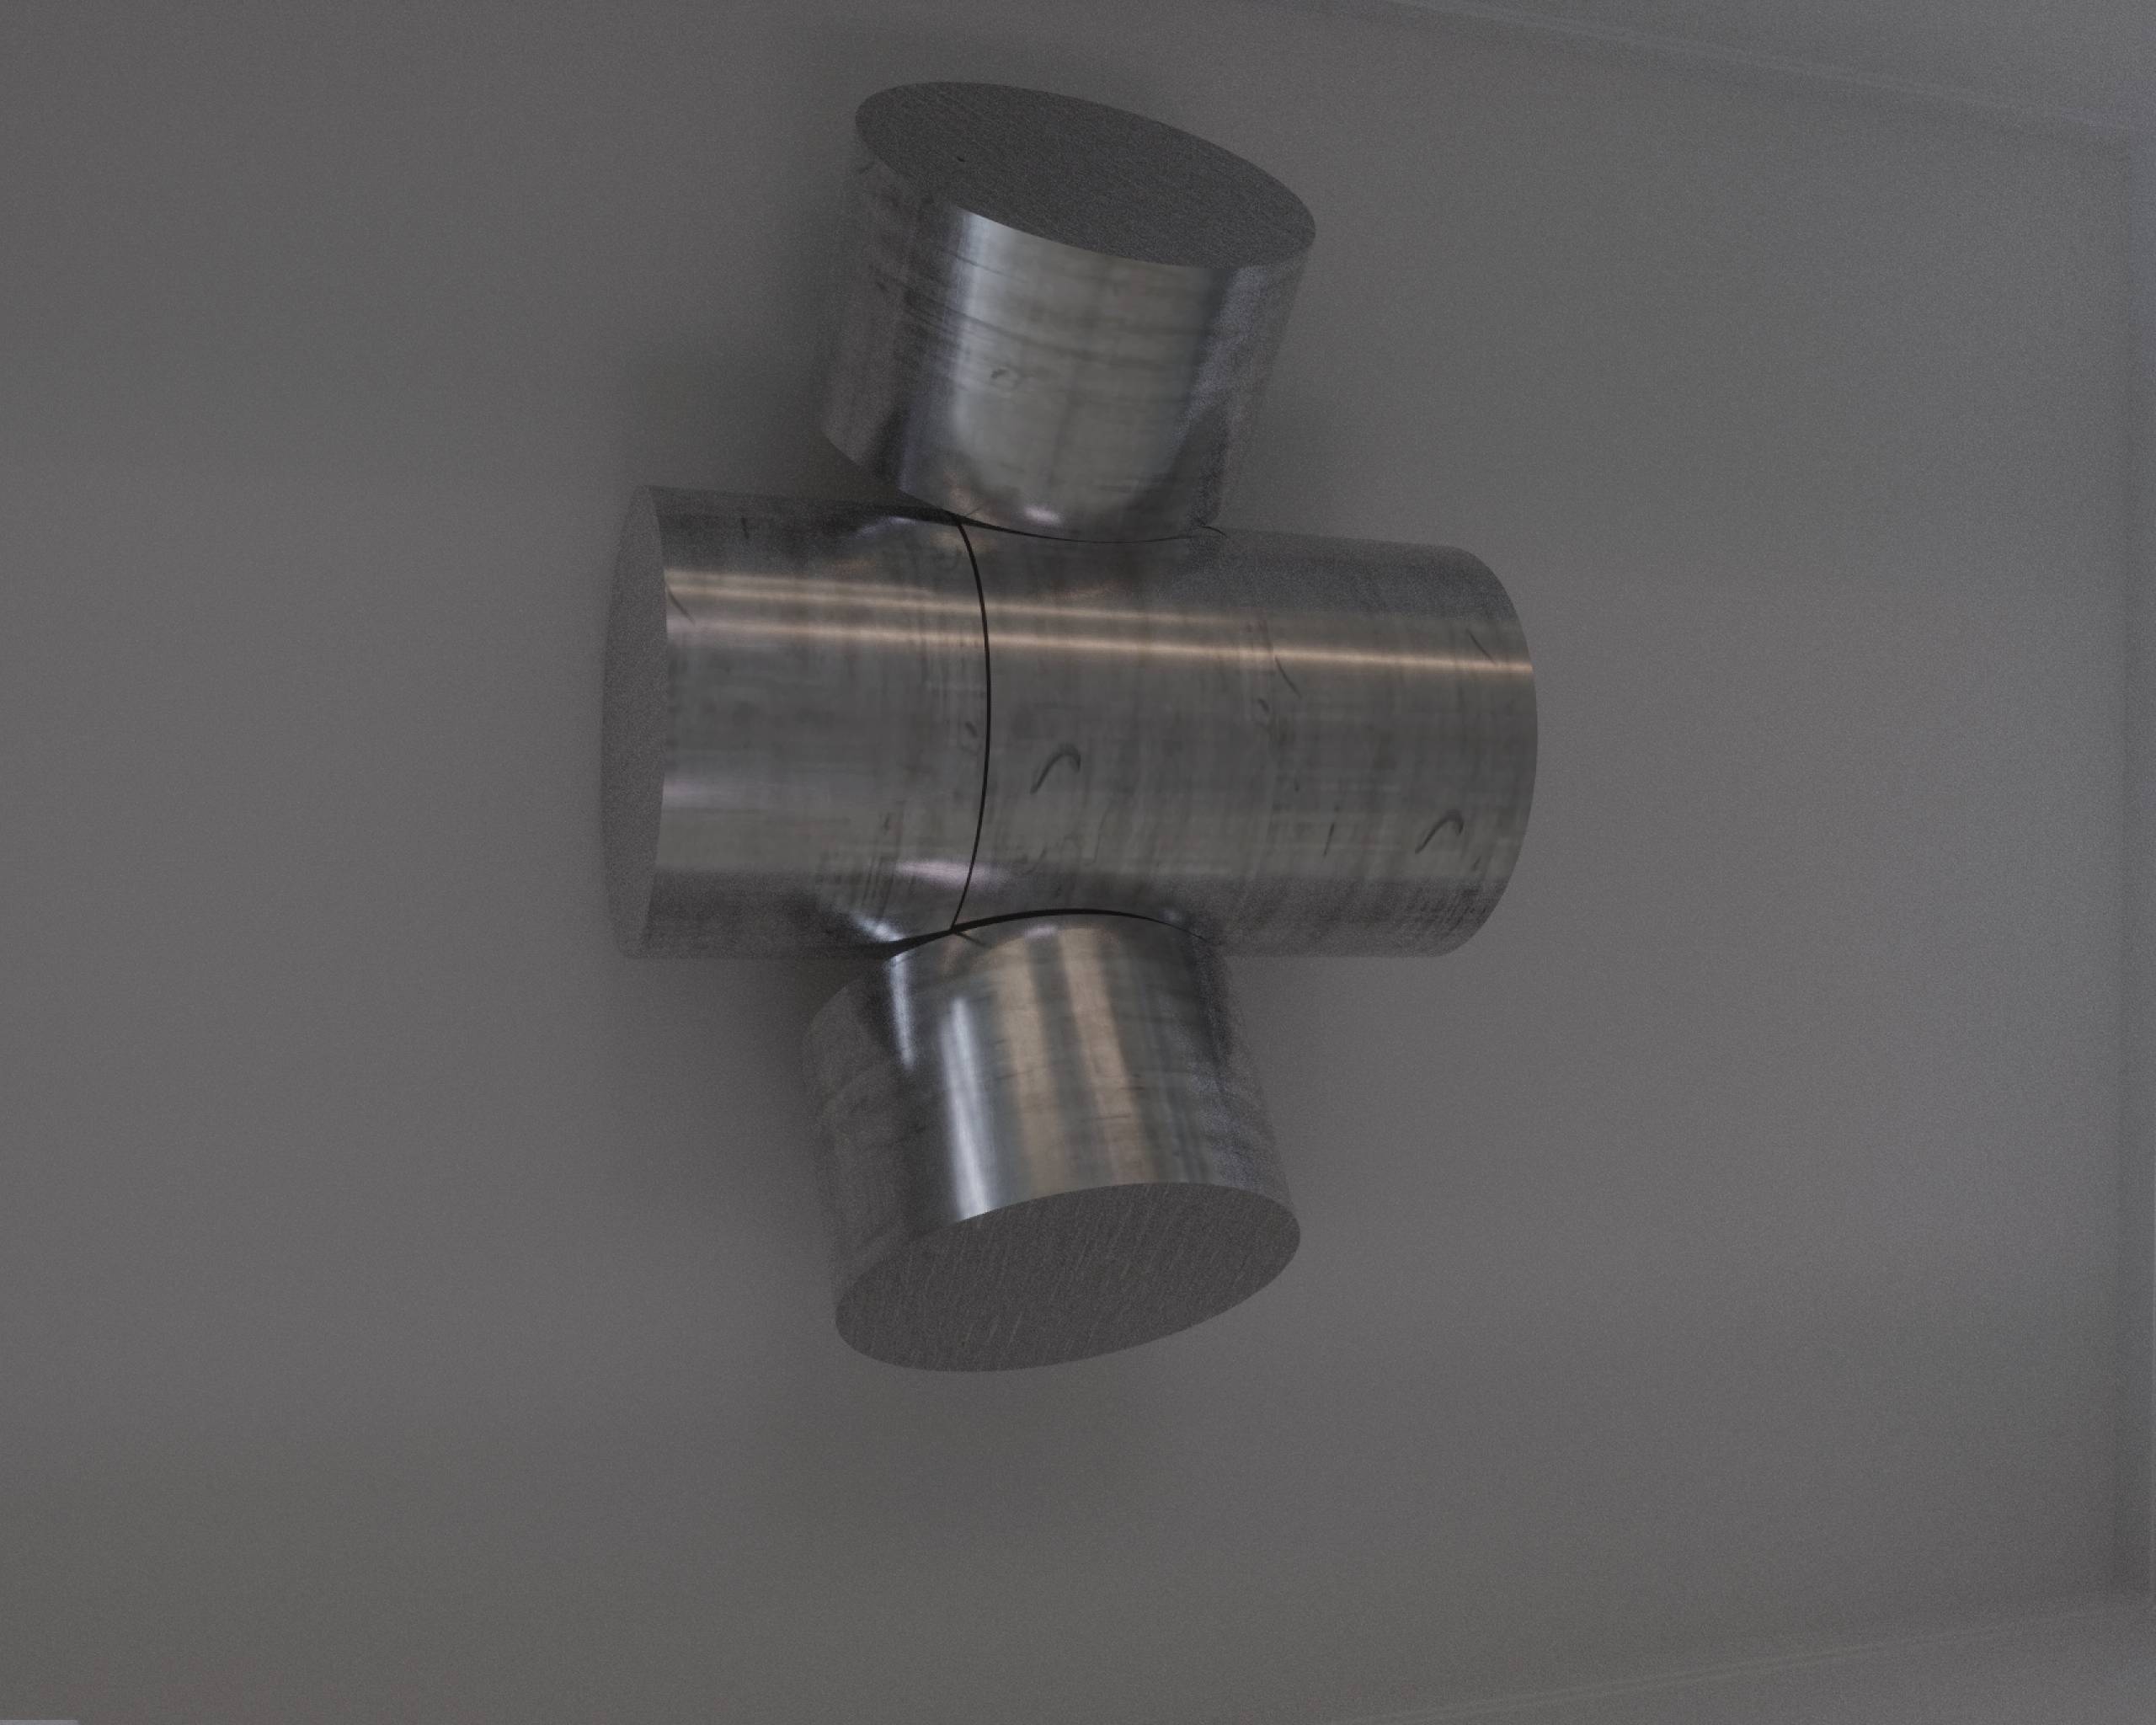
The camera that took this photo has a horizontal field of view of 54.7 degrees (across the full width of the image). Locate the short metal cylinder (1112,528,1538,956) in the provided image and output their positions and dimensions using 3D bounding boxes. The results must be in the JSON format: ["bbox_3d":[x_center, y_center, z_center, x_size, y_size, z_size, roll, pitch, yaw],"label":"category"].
[{"bbox_3d":[0.044,-0.022,0.396,0.050,0.080,0.080,1,90,-20],"label":"short metal cylinder"}]

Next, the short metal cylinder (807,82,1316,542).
[{"bbox_3d":[-0.004,-0.099,0.370,0.081,0.080,0.050,2,127,-20],"label":"short metal cylinder"}]

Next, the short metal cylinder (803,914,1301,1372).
[{"bbox_3d":[-0.006,0.052,0.370,0.081,0.080,0.050,0,56,-20],"label":"short metal cylinder"}]

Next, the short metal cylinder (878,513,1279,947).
[{"bbox_3d":[-0.004,-0.022,0.378,0.050,0.080,0.080,1,90,-20],"label":"short metal cylinder"}]

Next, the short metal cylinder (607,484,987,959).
[{"bbox_3d":[-0.052,-0.023,0.361,0.050,0.080,0.080,1,90,-20],"label":"short metal cylinder"}]
